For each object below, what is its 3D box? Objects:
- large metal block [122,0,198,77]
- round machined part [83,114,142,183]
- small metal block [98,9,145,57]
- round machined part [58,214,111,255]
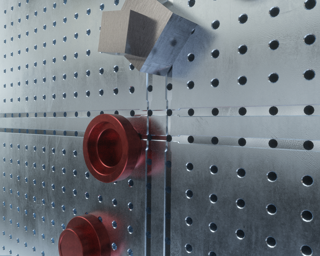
[{"bbox_3d":[-0.013,-0.126,0.404,0.080,0.050,0.080,48,119,29],"label":"large metal block"},{"bbox_3d":[-0.066,0.029,0.453,0.098,0.042,0.097,0,90,40],"label":"round machined part"},{"bbox_3d":[-0.049,-0.117,0.384,0.050,0.025,0.050,14,99,39],"label":"small metal block"},{"bbox_3d":[-0.129,0.194,0.505,0.098,0.042,0.097,0,90,40],"label":"round machined part"}]
